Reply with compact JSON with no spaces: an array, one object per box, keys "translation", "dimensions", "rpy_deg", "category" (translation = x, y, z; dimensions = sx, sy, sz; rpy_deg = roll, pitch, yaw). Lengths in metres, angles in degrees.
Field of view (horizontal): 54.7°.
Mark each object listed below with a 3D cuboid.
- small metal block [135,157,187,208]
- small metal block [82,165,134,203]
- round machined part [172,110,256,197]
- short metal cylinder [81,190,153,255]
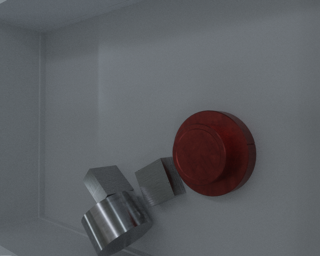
[{"translation":[0.000,0.071,0.405],"dimensions":[0.050,0.025,0.050],"rpy_deg":[-33,70,34],"category":"small metal block"},{"translation":[-0.075,0.083,0.450],"dimensions":[0.050,0.050,0.025],"rpy_deg":[48,118,29],"category":"small metal block"},{"translation":[0.053,0.029,0.350],"dimensions":[0.098,0.042,0.097],"rpy_deg":[0,90,39],"category":"round machined part"},{"translation":[-0.057,0.129,0.416],"dimensions":[0.080,0.081,0.050],"rpy_deg":[-51,61,28],"category":"short metal cylinder"}]
